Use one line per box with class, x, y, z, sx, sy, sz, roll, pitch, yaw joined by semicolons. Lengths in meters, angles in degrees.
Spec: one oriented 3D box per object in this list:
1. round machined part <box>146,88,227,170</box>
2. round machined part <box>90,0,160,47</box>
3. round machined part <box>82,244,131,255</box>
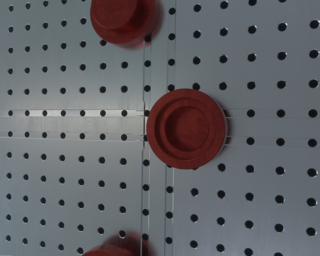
round machined part;0.036;0.001;0.391;0.098;0.042;0.097;0;90;20
round machined part;-0.054;-0.164;0.423;0.098;0.042;0.097;0;90;20
round machined part;-0.068;0.209;0.428;0.098;0.042;0.097;0;90;20
